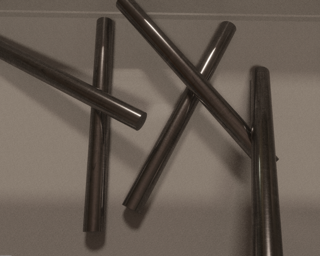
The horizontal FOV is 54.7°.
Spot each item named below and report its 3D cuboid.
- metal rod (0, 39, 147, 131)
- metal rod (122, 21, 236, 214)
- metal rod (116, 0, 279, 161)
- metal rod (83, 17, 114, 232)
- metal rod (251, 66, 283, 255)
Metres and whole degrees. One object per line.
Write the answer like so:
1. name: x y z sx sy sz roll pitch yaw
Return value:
1. metal rod: -0.151 -0.073 0.416 0.301 0.025 0.025 27 72 16
2. metal rod: 0.034 -0.027 0.419 0.025 0.025 0.300 26 72 9
3. metal rod: 0.040 -0.068 0.406 0.025 0.025 0.300 -37 77 -12
4. metal rod: -0.080 -0.018 0.415 0.025 0.025 0.299 -1 70 -1
5. metal rod: 0.113 0.026 0.337 0.025 0.025 0.300 12 46 4
